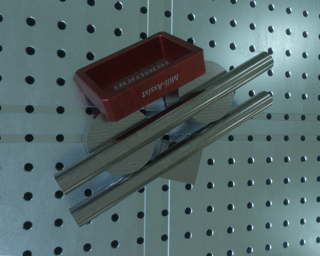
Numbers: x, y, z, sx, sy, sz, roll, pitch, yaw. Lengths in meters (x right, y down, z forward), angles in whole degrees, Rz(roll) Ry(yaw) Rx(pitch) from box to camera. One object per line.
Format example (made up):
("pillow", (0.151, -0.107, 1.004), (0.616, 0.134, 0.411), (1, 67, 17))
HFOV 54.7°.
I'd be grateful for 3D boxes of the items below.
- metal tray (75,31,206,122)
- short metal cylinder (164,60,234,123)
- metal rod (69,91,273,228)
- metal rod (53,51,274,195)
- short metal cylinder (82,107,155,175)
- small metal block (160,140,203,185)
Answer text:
("metal tray", (-0.023, -0.067, 0.369), (0.131, 0.090, 0.030), (-30, 132, -18))
("short metal cylinder", (0.052, -0.047, 0.420), (0.081, 0.050, 0.079), (0, 90, -21))
("metal rod", (0.028, 0.030, 0.396), (0.302, 0.025, 0.025), (-30, 100, -18))
("metal rod", (0.019, -0.016, 0.366), (0.302, 0.025, 0.025), (-31, 101, -18))
("short metal cylinder", (-0.052, 0.014, 0.381), (0.081, 0.050, 0.079), (0, 90, -21))
("small metal block", (0.026, 0.047, 0.422), (0.050, 0.025, 0.050), (16, 85, -20))
